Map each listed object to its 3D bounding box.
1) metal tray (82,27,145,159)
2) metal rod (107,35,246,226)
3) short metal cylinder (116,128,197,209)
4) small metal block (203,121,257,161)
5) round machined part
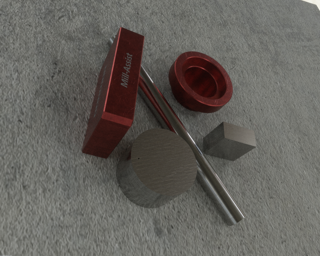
[{"bbox_3d":[-0.054,-0.041,0.360,0.030,0.090,0.130,17,55,-19],"label":"metal tray"},{"bbox_3d":[0.016,-0.005,0.420,0.025,0.025,0.299,-25,75,-37],"label":"metal rod"},{"bbox_3d":[-0.005,0.047,0.359,0.081,0.050,0.080,14,56,-21],"label":"short metal cylinder"},{"bbox_3d":[0.095,0.020,0.427,0.050,0.050,0.025,15,56,-20],"label":"small metal block"},{"bbox_3d":[0.056,-0.064,0.465,0.099,0.042,0.098,14,56,-21],"label":"round machined part"}]
